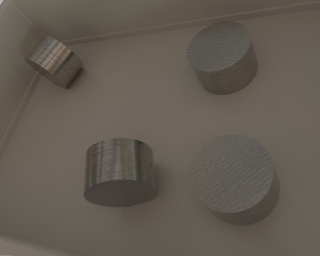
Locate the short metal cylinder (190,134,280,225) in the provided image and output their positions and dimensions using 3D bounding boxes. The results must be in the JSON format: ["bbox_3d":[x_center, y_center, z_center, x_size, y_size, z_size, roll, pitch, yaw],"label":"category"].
[{"bbox_3d":[0.077,0.053,0.316,0.080,0.050,0.080,-13,56,20],"label":"short metal cylinder"}]

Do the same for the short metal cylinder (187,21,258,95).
[{"bbox_3d":[0.081,-0.090,0.401,0.080,0.050,0.080,-13,56,20],"label":"short metal cylinder"}]

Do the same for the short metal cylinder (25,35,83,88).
[{"bbox_3d":[-0.180,-0.112,0.531,0.080,0.080,0.050,24,75,36],"label":"short metal cylinder"}]

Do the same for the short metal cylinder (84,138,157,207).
[{"bbox_3d":[-0.046,0.054,0.360,0.080,0.080,0.050,-18,55,17],"label":"short metal cylinder"}]
